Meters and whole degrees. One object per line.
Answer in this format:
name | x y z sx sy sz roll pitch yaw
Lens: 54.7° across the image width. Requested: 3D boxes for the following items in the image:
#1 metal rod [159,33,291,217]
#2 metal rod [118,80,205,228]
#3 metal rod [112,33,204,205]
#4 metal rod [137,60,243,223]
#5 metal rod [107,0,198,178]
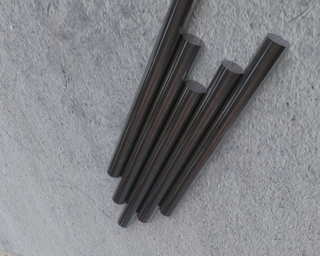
metal rod | 0.062 0.021 0.387 0.025 0.025 0.298 32 129 7
metal rod | -0.010 0.057 0.448 0.025 0.025 0.298 32 128 7
metal rod | -0.016 0.011 0.422 0.025 0.025 0.298 32 128 7
metal rod | 0.025 0.040 0.418 0.025 0.025 0.298 32 129 7
metal rod | -0.020 -0.037 0.395 0.025 0.025 0.298 32 129 7
